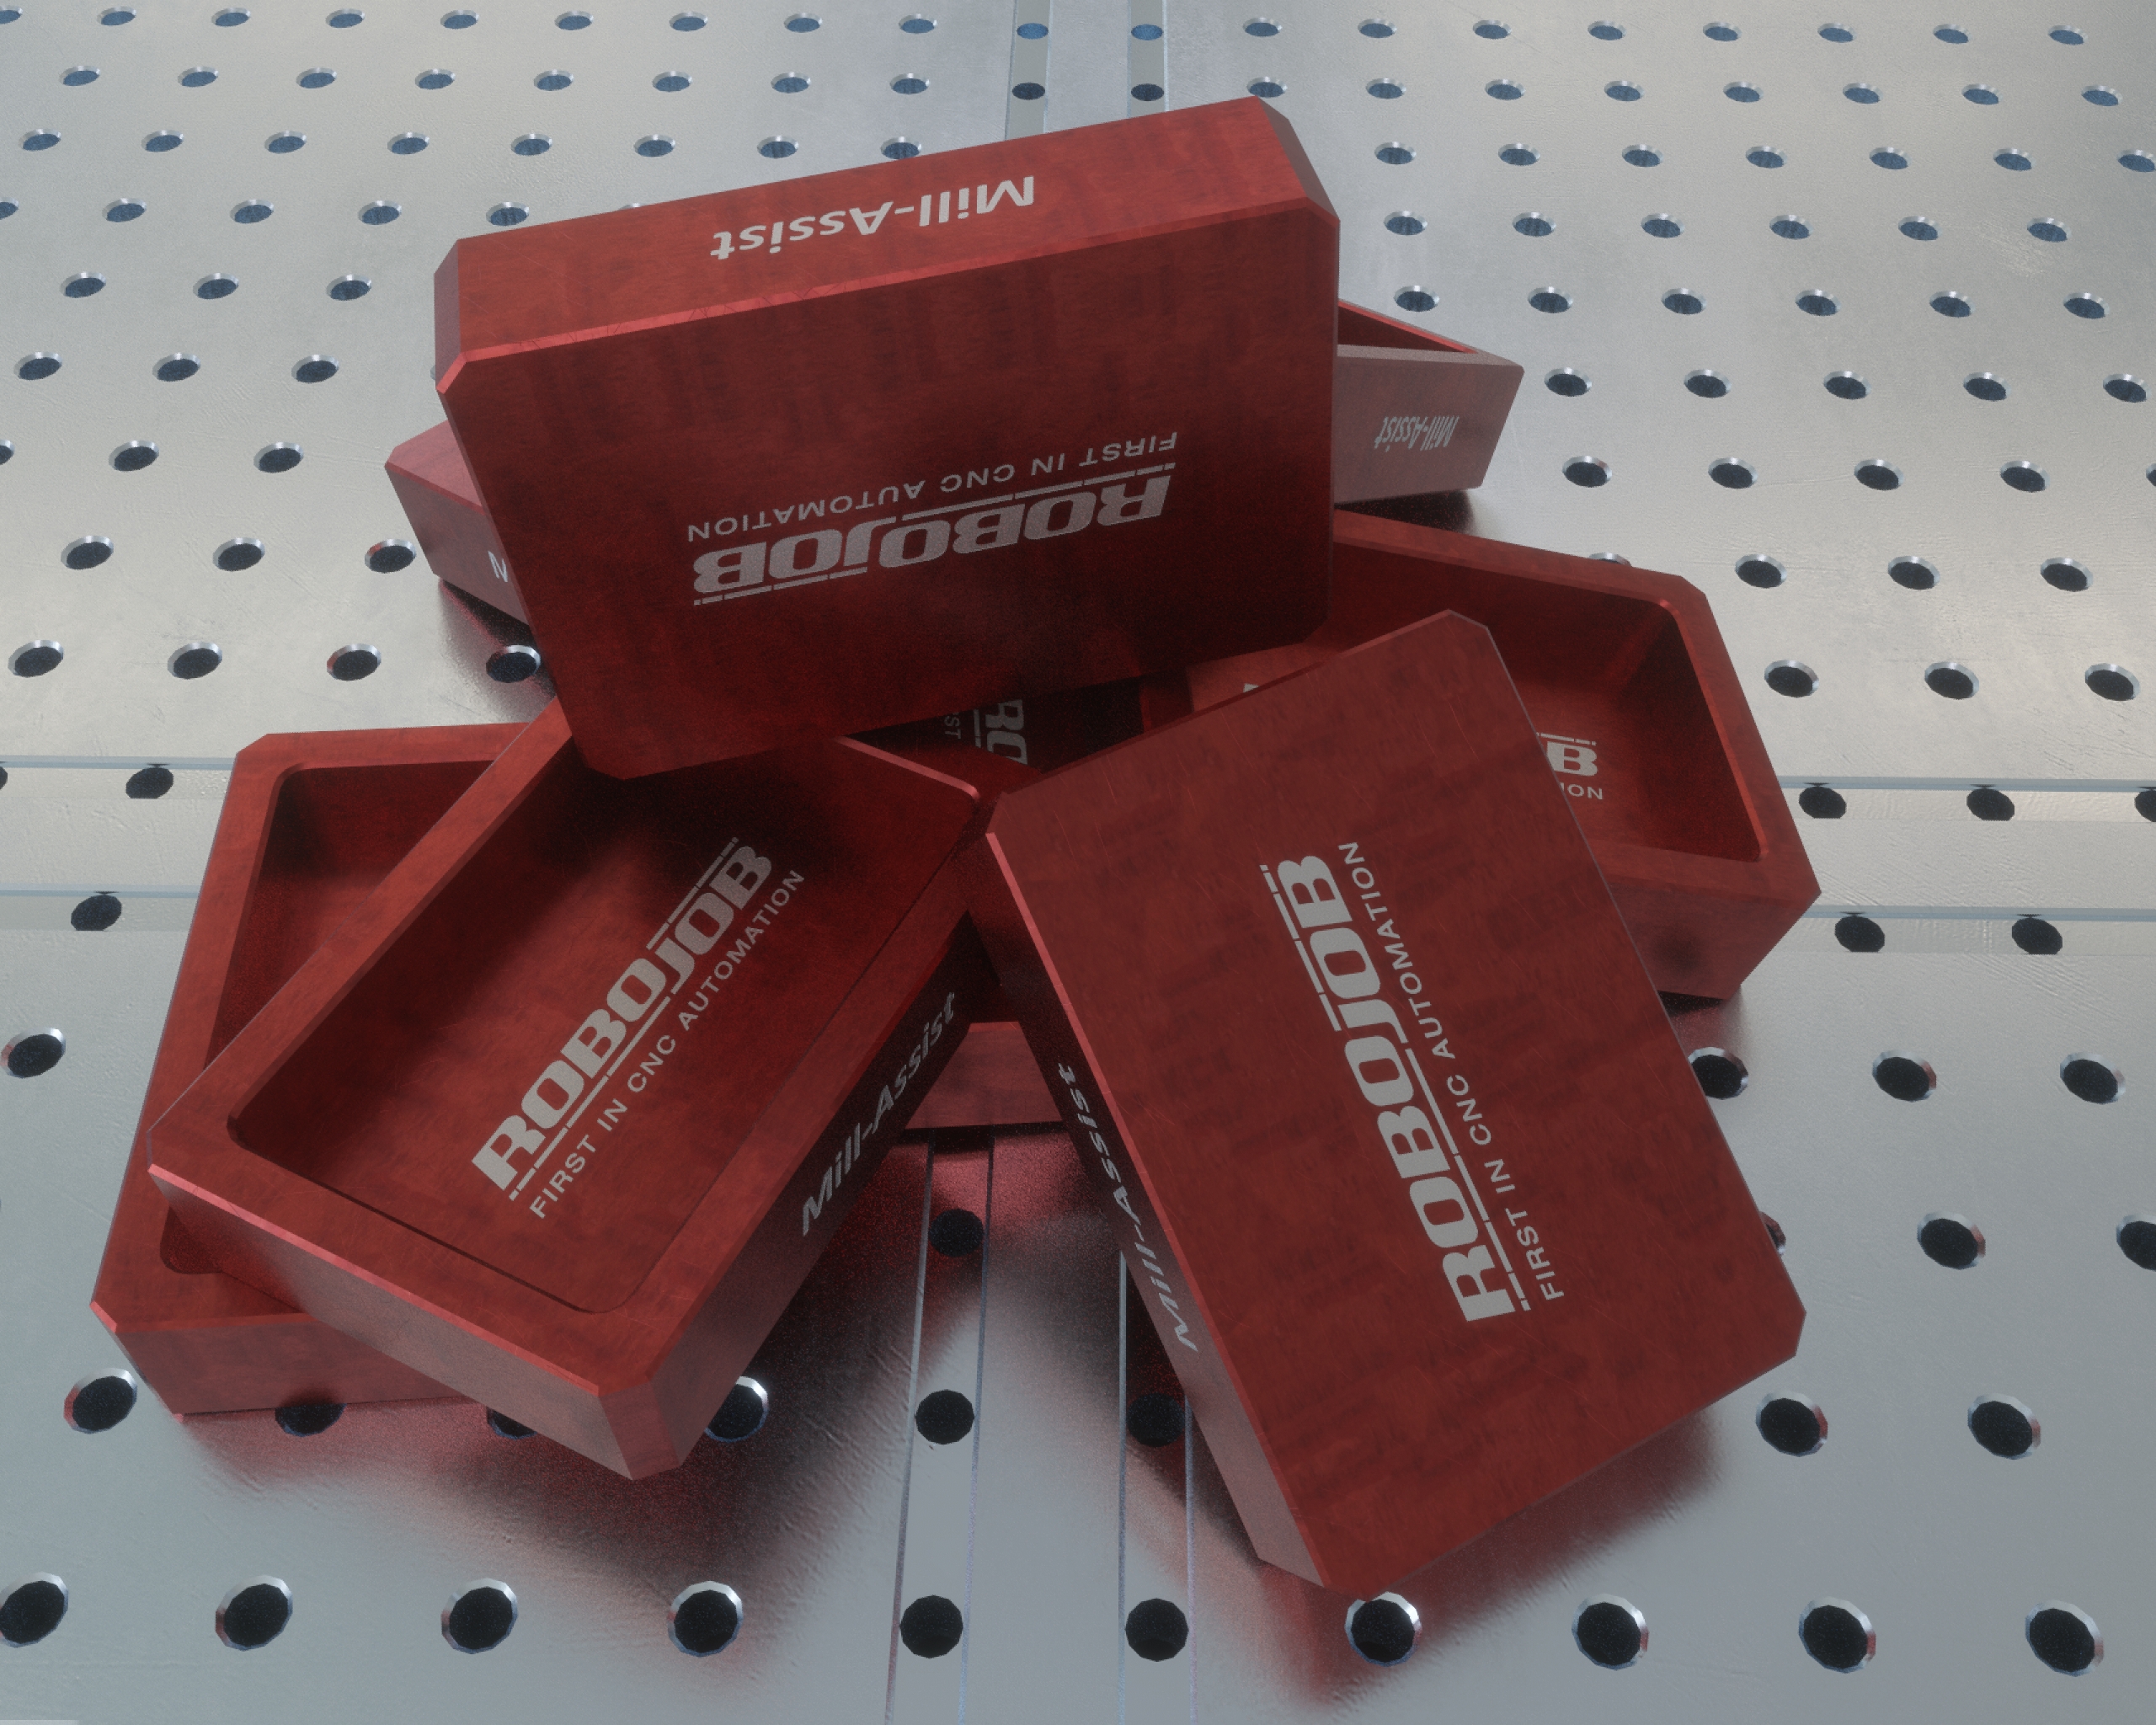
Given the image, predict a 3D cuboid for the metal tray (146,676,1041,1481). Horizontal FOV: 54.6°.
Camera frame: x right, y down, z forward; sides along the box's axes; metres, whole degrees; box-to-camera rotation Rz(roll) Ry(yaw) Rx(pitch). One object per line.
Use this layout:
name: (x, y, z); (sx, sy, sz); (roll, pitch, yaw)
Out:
metal tray: (-0.072, 0.024, 0.345); (0.090, 0.030, 0.130); (21, 53, 17)

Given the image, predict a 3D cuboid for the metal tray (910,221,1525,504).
metal tray: (0.033, -0.109, 0.452); (0.090, 0.030, 0.131); (27, 22, 21)

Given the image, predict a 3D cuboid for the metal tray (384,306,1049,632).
metal tray: (-0.077, -0.080, 0.450); (0.090, 0.030, 0.130); (-38, 44, -27)

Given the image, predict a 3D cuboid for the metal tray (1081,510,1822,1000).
metal tray: (0.068, -0.025, 0.402); (0.131, 0.030, 0.090); (8, 48, -16)

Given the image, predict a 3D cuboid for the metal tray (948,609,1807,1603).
metal tray: (0.047, 0.036, 0.331); (0.091, 0.030, 0.130); (-23, 87, -18)

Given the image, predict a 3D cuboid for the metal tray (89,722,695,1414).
metal tray: (-0.114, 0.031, 0.378); (0.091, 0.030, 0.130); (-3, 49, -3)

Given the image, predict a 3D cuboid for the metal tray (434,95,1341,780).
metal tray: (-0.026, -0.065, 0.336); (0.131, 0.090, 0.030); (-12, 51, -4)

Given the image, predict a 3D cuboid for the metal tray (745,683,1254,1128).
metal tray: (-0.017, -0.010, 0.412); (0.091, 0.030, 0.130); (-2, 48, -4)
